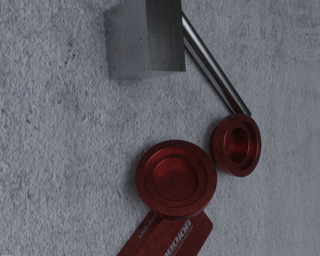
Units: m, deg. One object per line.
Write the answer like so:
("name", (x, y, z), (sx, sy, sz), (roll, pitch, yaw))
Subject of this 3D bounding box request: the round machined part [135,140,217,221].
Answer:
("round machined part", (0.020, 0.067, 0.389), (0.098, 0.098, 0.042), (-58, 164, -24))

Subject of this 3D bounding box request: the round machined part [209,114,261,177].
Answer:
("round machined part", (0.116, 0.027, 0.494), (0.099, 0.042, 0.097), (0, 90, -40))

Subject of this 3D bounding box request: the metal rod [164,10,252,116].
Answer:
("metal rod", (0.056, -0.115, 0.453), (0.300, 0.025, 0.025), (47, 62, -30))

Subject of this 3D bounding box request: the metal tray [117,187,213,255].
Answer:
("metal tray", (0.010, 0.153, 0.413), (0.130, 0.030, 0.090), (-50, 120, -29))

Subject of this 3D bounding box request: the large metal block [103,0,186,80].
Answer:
("large metal block", (-0.019, -0.100, 0.354), (0.050, 0.080, 0.079), (-7, 95, -40))
